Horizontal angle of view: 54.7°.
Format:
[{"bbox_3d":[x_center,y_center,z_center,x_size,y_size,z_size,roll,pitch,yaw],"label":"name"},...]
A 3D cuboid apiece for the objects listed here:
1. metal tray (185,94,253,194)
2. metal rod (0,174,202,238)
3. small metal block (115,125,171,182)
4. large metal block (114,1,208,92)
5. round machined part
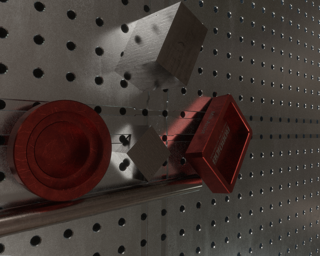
[{"bbox_3d":[0.095,0.023,0.473,0.090,0.030,0.130,52,49,-27],"label":"metal tray"},{"bbox_3d":[-0.062,0.085,0.358,0.302,0.025,0.025,-2,92,-40],"label":"metal rod"},{"bbox_3d":[-0.020,0.032,0.394,0.050,0.025,0.050,-49,119,-29],"label":"small metal block"},{"bbox_3d":[0.001,-0.094,0.376,0.050,0.080,0.080,34,69,-36],"label":"large metal block"},{"bbox_3d":[-0.102,0.021,0.314,0.099,0.042,0.097,0,90,-40],"label":"round machined part"}]
